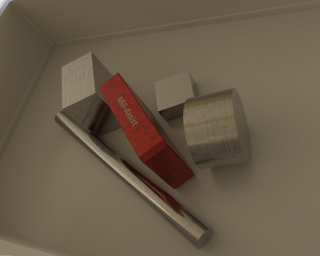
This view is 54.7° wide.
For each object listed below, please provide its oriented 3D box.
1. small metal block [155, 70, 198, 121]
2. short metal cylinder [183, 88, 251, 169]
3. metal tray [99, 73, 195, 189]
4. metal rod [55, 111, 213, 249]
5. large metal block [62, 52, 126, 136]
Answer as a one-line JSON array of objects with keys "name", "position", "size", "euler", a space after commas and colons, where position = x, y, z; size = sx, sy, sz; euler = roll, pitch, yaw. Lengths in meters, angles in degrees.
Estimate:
[{"name": "small metal block", "position": [0.023, -0.044, 0.416], "size": [0.050, 0.025, 0.050], "euler": [-18, 55, 17]}, {"name": "short metal cylinder", "position": [0.063, 0.001, 0.334], "size": [0.050, 0.080, 0.080], "euler": [-11, 57, 23]}, {"name": "metal tray", "position": [-0.017, 0.002, 0.367], "size": [0.030, 0.090, 0.130], "euler": [-37, 51, 3]}, {"name": "metal rod", "position": [-0.055, 0.048, 0.402], "size": [0.300, 0.025, 0.025], "euler": [32, 80, 37]}, {"name": "large metal block", "position": [-0.094, -0.047, 0.444], "size": [0.050, 0.080, 0.080], "euler": [-24, 53, 14]}]
